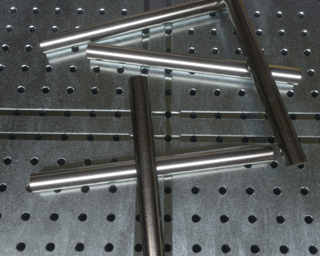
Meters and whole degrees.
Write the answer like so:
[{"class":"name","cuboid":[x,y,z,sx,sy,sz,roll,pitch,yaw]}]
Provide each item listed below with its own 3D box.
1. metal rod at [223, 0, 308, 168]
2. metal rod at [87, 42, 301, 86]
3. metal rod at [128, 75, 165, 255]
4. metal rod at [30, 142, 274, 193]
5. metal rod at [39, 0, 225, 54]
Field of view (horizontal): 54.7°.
[{"class":"metal rod","cuboid":[0.130,-0.093,0.419,0.025,0.025,0.299,-12,71,-5]},{"class":"metal rod","cuboid":[0.046,-0.093,0.446,0.302,0.025,0.025,8,70,2]},{"class":"metal rod","cuboid":[-0.013,0.084,0.359,0.025,0.025,0.299,-5,78,-2]},{"class":"metal rod","cuboid":[-0.007,0.049,0.393,0.302,0.025,0.025,-7,70,-3]},{"class":"metal rod","cuboid":[-0.028,-0.162,0.470,0.302,0.025,0.025,-16,71,-6]}]
